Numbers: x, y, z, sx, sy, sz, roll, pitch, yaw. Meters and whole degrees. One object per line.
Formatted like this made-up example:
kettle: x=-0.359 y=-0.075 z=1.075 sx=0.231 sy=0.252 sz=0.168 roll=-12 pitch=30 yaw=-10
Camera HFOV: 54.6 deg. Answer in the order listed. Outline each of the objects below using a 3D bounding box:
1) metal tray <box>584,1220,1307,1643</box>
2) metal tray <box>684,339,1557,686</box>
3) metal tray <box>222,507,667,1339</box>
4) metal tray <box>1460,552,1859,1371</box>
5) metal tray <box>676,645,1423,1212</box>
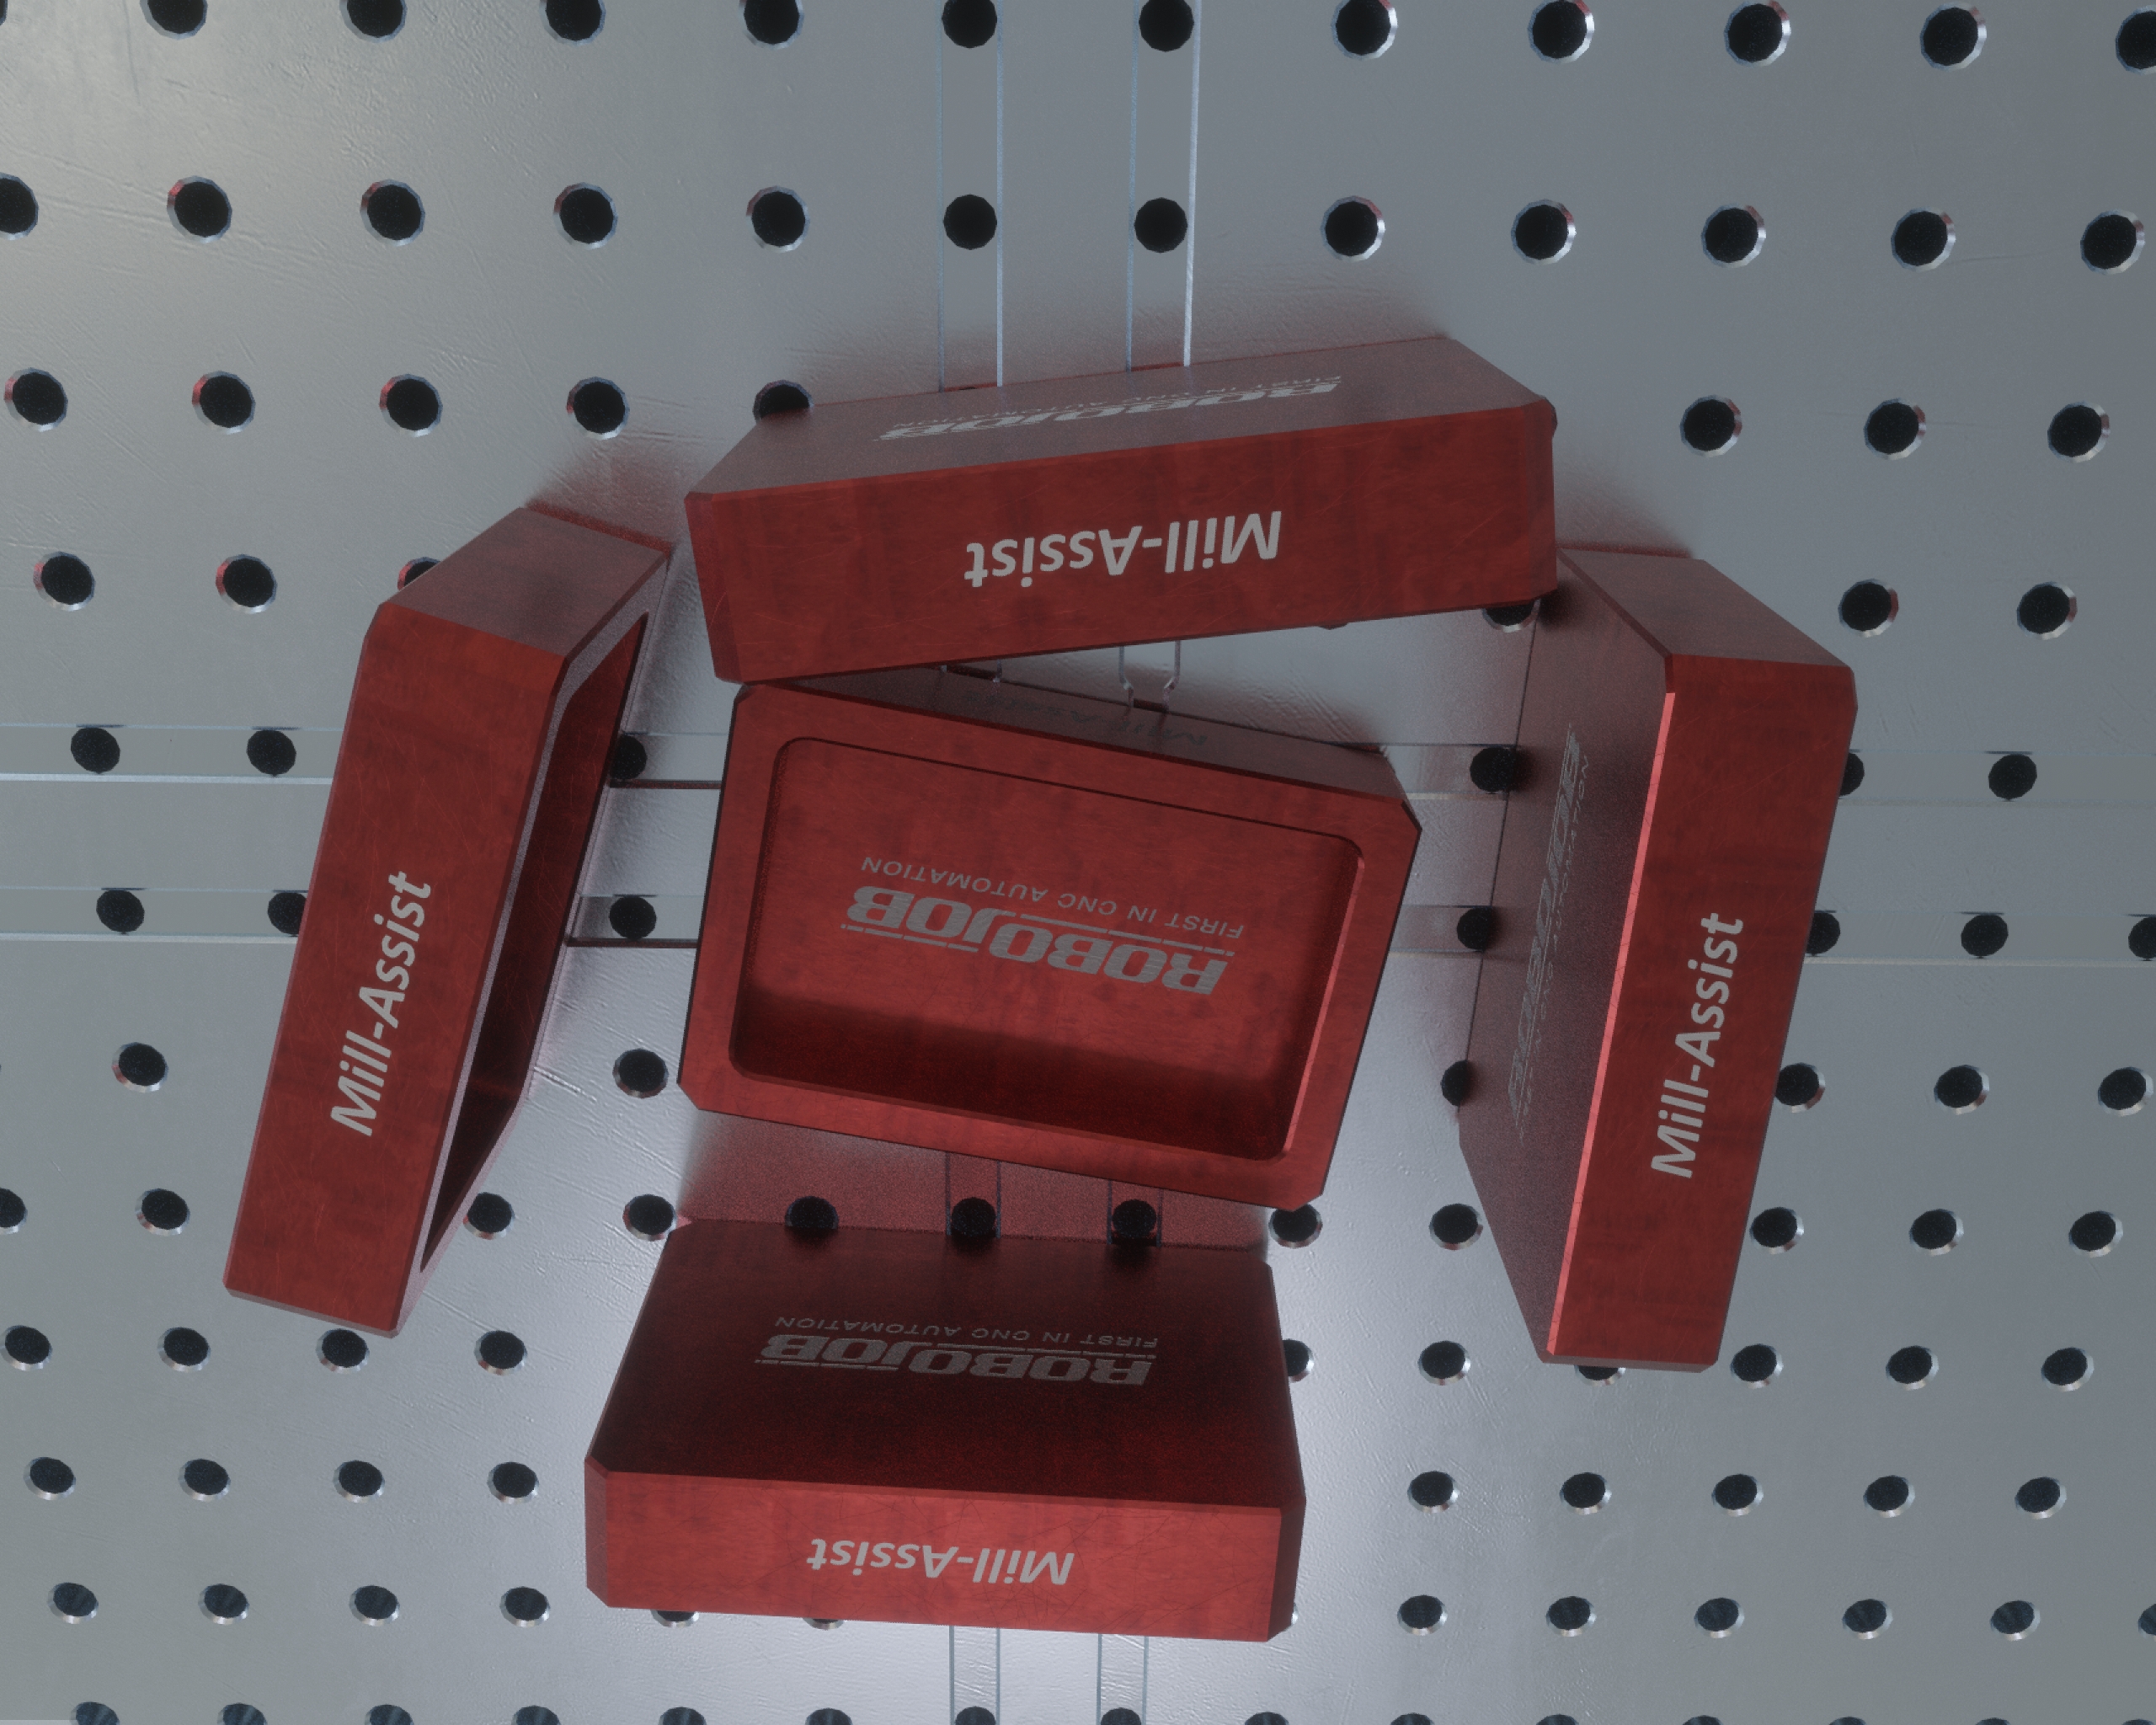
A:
metal tray: x=-0.024 y=0.111 z=0.419 sx=0.131 sy=0.090 sz=0.030 roll=4 pitch=110 yaw=-1
metal tray: x=0.007 y=-0.062 z=0.355 sx=0.131 sy=0.090 sz=0.030 roll=-6 pitch=110 yaw=2
metal tray: x=-0.113 y=0.008 z=0.381 sx=0.030 sy=0.090 sz=0.129 roll=17 pitch=109 yaw=-6
metal tray: x=0.101 y=0.015 z=0.385 sx=0.030 sy=0.090 sz=0.129 roll=4 pitch=110 yaw=-2
metal tray: x=-0.007 y=0.014 z=0.415 sx=0.131 sy=0.030 sz=0.089 roll=10 pitch=110 yaw=-4
